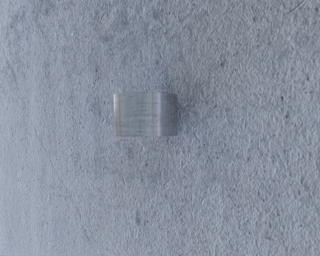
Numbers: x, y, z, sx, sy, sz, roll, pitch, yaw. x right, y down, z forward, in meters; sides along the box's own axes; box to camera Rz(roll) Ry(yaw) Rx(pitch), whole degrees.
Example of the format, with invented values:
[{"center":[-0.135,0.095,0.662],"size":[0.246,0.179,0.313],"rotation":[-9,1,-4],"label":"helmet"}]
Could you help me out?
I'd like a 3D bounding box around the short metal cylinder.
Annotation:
[{"center":[-0.018,-0.015,0.384],"size":[0.080,0.081,0.050],"rotation":[-1,90,39],"label":"short metal cylinder"}]
